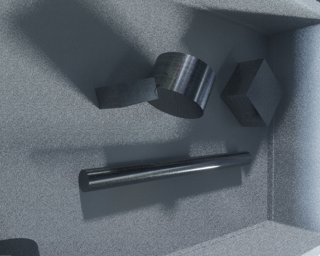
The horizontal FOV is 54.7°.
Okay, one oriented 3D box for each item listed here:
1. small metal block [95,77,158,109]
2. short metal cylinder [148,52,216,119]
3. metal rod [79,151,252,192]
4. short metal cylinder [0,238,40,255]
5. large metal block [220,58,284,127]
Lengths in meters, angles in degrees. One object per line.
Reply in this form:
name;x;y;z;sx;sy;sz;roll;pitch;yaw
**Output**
small metal block;-0.039;-0.040;0.358;0.050;0.050;0.025;-18;102;-37
short metal cylinder;0.024;-0.052;0.393;0.080;0.080;0.050;33;69;-36
metal rod;0.032;0.055;0.435;0.302;0.025;0.025;-1;91;-40
short metal cylinder;-0.139;0.134;0.256;0.081;0.080;0.050;-15;100;-39
large metal block;0.158;-0.058;0.526;0.080;0.050;0.080;47;62;-30
